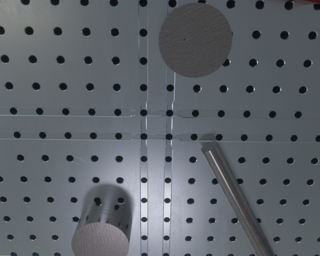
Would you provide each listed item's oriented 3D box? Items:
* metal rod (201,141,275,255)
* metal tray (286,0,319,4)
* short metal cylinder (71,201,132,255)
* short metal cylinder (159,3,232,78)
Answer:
[{"bbox_3d":[0.138,0.149,0.469,0.025,0.025,0.299,-27,108,9],"label":"metal rod"},{"bbox_3d":[0.150,-0.209,0.334,0.091,0.030,0.129,9,110,-4],"label":"metal tray"},{"bbox_3d":[-0.084,0.157,0.457,0.081,0.050,0.079,0,110,0],"label":"short metal cylinder"},{"bbox_3d":[0.039,-0.103,0.362,0.081,0.050,0.079,0,110,0],"label":"short metal cylinder"}]
